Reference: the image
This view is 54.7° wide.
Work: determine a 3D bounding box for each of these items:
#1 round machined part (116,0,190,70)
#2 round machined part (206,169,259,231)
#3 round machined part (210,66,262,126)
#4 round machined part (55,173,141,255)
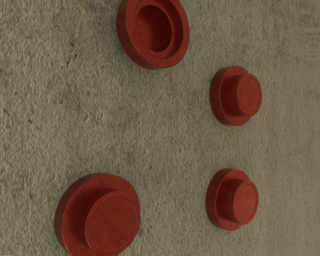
[{"bbox_3d":[-0.013,-0.120,0.383,0.099,0.042,0.097,0,90,-40],"label":"round machined part"},{"bbox_3d":[0.121,0.116,0.496,0.099,0.042,0.097,0,90,-40],"label":"round machined part"},{"bbox_3d":[0.128,-0.052,0.501,0.099,0.042,0.097,0,90,-40],"label":"round machined part"},{"bbox_3d":[-0.061,0.101,0.343,0.099,0.042,0.097,0,90,-40],"label":"round machined part"}]
